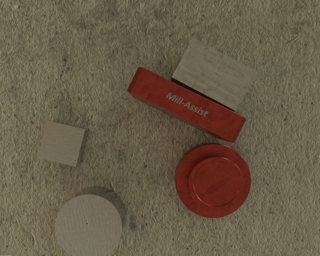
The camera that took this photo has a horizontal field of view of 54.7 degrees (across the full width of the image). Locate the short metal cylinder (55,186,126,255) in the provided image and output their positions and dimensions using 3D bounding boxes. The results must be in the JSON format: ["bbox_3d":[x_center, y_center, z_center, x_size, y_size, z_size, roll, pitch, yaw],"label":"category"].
[{"bbox_3d":[-0.086,0.119,0.397,0.081,0.050,0.080,0,90,0],"label":"short metal cylinder"}]

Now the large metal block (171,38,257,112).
[{"bbox_3d":[0.060,-0.060,0.383,0.080,0.080,0.050,28,90,0],"label":"large metal block"}]

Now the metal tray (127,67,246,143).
[{"bbox_3d":[0.029,-0.026,0.377,0.131,0.090,0.030,26,90,0],"label":"metal tray"}]

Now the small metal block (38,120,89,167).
[{"bbox_3d":[-0.126,0.020,0.409,0.050,0.025,0.050,13,90,0],"label":"small metal block"}]

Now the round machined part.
[{"bbox_3d":[0.070,0.069,0.402,0.099,0.042,0.097,0,90,0],"label":"round machined part"}]
